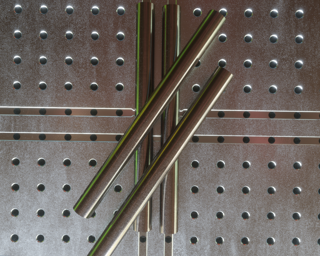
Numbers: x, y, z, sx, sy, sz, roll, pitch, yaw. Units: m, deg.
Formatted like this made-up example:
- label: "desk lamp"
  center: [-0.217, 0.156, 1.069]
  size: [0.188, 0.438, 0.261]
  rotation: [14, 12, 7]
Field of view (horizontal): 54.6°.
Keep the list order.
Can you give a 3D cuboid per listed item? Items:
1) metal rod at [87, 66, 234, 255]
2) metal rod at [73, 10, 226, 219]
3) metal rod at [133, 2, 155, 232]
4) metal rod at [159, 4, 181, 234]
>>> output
- label: "metal rod"
  center: [-0.003, 0.053, 0.388]
  size: [0.025, 0.025, 0.299]
  rotation: [35, 90, 0]
- label: "metal rod"
  center: [-0.013, -0.017, 0.389]
  size: [0.025, 0.025, 0.299]
  rotation: [35, 90, 0]
- label: "metal rod"
  center: [-0.021, -0.014, 0.414]
  size: [0.025, 0.025, 0.298]
  rotation: [1, 90, 0]
- label: "metal rod"
  center: [0.014, -0.011, 0.414]
  size: [0.025, 0.025, 0.298]
  rotation: [1, 90, 0]
